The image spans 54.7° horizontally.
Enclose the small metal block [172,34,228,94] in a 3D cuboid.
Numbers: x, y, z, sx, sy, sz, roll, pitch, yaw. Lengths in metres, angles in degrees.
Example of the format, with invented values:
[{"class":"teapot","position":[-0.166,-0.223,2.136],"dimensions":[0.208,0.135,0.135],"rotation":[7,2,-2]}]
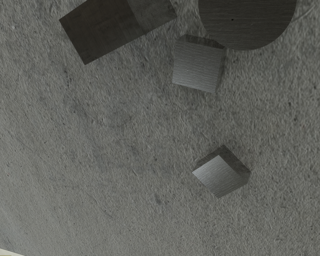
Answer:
[{"class":"small metal block","position":[0.043,-0.071,0.340],"dimensions":[0.050,0.025,0.050],"rotation":[17,125,18]}]

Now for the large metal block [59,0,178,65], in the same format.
[{"class":"large metal block","position":[-0.040,-0.114,0.322],"dimensions":[0.080,0.080,0.050],"rotation":[-16,110,34]}]

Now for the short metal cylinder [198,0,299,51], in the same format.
[{"class":"short metal cylinder","position":[0.081,-0.116,0.277],"dimensions":[0.080,0.050,0.079],"rotation":[13,124,21]}]

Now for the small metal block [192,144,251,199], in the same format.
[{"class":"small metal block","position":[0.079,0.057,0.401],"dimensions":[0.050,0.025,0.050],"rotation":[46,129,-4]}]
